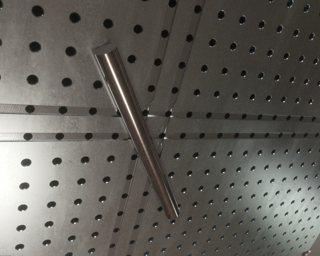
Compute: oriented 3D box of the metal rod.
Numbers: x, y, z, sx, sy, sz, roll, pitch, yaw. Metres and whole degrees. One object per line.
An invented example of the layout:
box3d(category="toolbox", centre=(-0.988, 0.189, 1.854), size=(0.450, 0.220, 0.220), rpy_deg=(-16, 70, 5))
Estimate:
box3d(category="metal rod", centre=(-0.019, 0.028, 0.419), size=(0.025, 0.025, 0.299), rpy_deg=(-28, 128, -11))
